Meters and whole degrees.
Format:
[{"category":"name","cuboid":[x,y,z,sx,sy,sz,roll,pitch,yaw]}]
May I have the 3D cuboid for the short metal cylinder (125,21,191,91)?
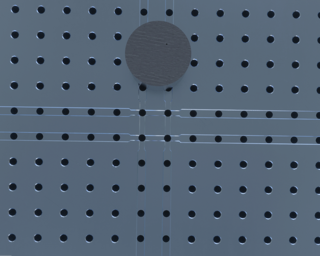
[{"category":"short metal cylinder","cuboid":[-0.002,-0.091,0.401,0.081,0.050,0.079,0,90,-1]}]
